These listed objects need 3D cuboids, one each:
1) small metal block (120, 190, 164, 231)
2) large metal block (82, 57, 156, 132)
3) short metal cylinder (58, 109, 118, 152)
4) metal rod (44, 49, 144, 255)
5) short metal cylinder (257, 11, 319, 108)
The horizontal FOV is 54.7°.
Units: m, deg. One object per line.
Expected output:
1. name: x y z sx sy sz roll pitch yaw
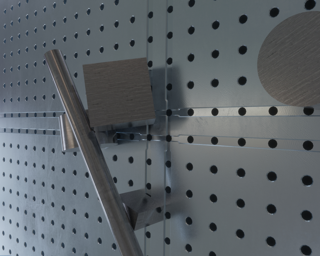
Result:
1. small metal block: -0.032 0.109 0.419 0.050 0.050 0.025 23 105 37
2. large metal block: -0.053 -0.042 0.409 0.081 0.050 0.080 -8 83 -6
3. short metal cylinder: -0.106 0.005 0.461 0.080 0.081 0.050 -15 81 39
4. metal rod: -0.088 0.033 0.400 0.025 0.025 0.299 -32 77 35
5. short metal cylinder: 0.137 -0.058 0.280 0.080 0.050 0.079 0 90 40
